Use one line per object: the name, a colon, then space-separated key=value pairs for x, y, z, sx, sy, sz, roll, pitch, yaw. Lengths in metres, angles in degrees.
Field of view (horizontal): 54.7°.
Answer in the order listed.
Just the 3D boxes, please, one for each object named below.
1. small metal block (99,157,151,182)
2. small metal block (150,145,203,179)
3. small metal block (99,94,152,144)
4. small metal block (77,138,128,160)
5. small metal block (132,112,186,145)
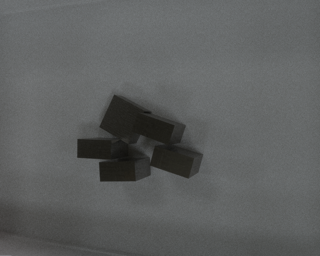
small metal block: x=-0.046 y=0.055 z=0.413 sx=0.050 sy=0.050 sz=0.025 roll=-4 pitch=89 yaw=20
small metal block: x=0.022 y=0.040 z=0.389 sx=0.050 sy=0.050 sz=0.025 roll=16 pitch=96 yaw=19
small metal block: x=-0.048 y=-0.012 z=0.427 sx=0.050 sy=0.025 sz=0.050 roll=29 pitch=99 yaw=17
small metal block: x=-0.077 y=0.027 z=0.424 sx=0.050 sy=0.050 sz=0.025 roll=1 pitch=91 yaw=20
small metal block: x=0.000 y=0.000 z=0.397 sx=0.050 sy=0.050 sz=0.025 roll=20 pitch=97 yaw=19
